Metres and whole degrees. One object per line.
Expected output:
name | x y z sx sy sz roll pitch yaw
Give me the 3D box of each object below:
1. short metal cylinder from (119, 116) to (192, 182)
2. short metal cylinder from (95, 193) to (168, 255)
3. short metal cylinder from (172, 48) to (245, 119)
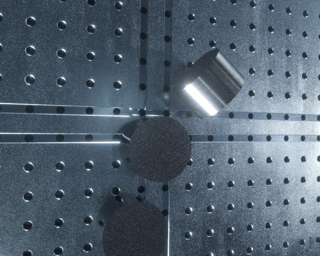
short metal cylinder | -0.007 0.025 0.398 0.081 0.050 0.079 0 90 -20
short metal cylinder | -0.036 0.127 0.387 0.081 0.050 0.079 0 90 -21
short metal cylinder | 0.063 -0.058 0.408 0.050 0.080 0.080 44 76 -15
